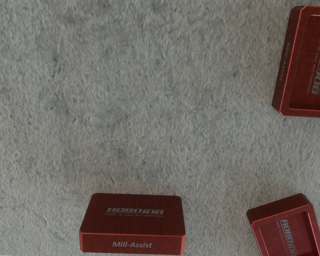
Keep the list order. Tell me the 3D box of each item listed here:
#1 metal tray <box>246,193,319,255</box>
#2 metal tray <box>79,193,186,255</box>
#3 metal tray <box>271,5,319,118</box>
[{"bbox_3d":[0.195,0.172,0.473,0.090,0.030,0.129,-20,109,7],"label":"metal tray"},{"bbox_3d":[-0.034,0.127,0.421,0.131,0.090,0.030,2,110,-2],"label":"metal tray"},{"bbox_3d":[0.198,-0.078,0.381,0.091,0.030,0.129,3,110,-2],"label":"metal tray"}]
